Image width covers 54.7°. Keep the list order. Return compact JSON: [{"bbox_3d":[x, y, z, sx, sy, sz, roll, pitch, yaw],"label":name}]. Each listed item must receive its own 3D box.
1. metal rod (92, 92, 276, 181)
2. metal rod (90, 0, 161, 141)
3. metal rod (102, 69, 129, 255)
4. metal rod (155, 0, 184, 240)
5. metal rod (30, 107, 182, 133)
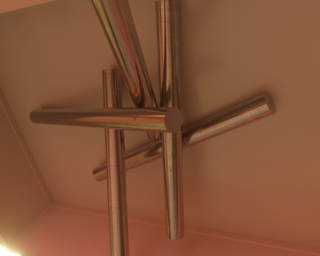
[{"bbox_3d":[0.009,0.024,0.419,0.299,0.025,0.025,-25,105,37],"label":"metal rod"},{"bbox_3d":[-0.026,-0.059,0.286,0.025,0.025,0.299,19,158,17],"label":"metal rod"},{"bbox_3d":[-0.057,0.075,0.408,0.025,0.025,0.298,0,94,28],"label":"metal rod"},{"bbox_3d":[0.014,0.007,0.375,0.025,0.025,0.298,7,113,24],"label":"metal rod"},{"bbox_3d":[-0.093,-0.013,0.398,0.300,0.025,0.025,3,121,45],"label":"metal rod"}]
